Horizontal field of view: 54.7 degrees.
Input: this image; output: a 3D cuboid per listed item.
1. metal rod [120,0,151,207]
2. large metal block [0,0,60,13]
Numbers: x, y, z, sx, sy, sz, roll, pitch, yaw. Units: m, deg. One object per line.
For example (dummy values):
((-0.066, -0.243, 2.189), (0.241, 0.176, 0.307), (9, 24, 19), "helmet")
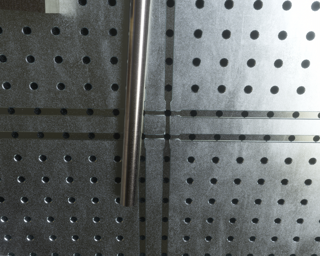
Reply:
((-0.033, -0.031, 0.401), (0.025, 0.025, 0.298), (4, 110, -2), "metal rod")
((-0.158, -0.170, 0.335), (0.081, 0.050, 0.079), (5, 110, -2), "large metal block")
